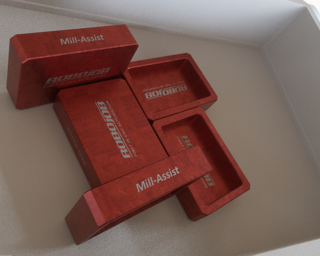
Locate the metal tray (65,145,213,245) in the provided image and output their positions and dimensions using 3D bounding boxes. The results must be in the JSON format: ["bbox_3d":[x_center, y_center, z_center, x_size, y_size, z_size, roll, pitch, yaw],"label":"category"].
[{"bbox_3d":[-0.020,0.066,0.310,0.131,0.090,0.030,-19,72,-35],"label":"metal tray"}]

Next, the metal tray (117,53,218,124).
[{"bbox_3d":[0.010,-0.056,0.441,0.131,0.030,0.090,-19,72,-35],"label":"metal tray"}]

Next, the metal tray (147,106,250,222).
[{"bbox_3d":[0.048,0.041,0.402,0.091,0.030,0.130,-19,72,-36],"label":"metal tray"}]

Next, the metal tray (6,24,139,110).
[{"bbox_3d":[-0.098,-0.069,0.350,0.131,0.090,0.030,-20,73,-36],"label":"metal tray"}]

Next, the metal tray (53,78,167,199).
[{"bbox_3d":[-0.057,0.008,0.365,0.091,0.030,0.130,-19,72,-36],"label":"metal tray"}]
